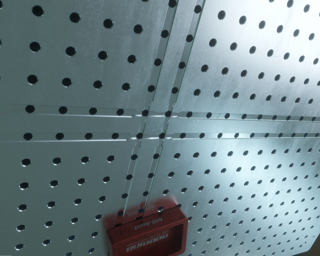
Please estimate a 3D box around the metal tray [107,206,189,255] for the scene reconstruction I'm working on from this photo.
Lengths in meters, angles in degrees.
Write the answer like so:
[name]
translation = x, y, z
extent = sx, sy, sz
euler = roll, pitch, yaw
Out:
[metal tray]
translation = -0.019, 0.191, 0.517
extent = 0.131, 0.030, 0.089
euler = -13, 124, -22
